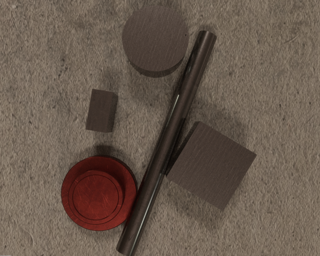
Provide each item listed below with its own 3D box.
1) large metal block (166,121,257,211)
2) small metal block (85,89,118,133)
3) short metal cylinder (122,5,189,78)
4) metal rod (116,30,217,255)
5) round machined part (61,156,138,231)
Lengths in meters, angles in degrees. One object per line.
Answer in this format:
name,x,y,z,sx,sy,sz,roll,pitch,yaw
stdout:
large metal block,0.062,0.046,0.398,0.080,0.050,0.080,31,90,-1
small metal block,-0.073,-0.021,0.397,0.025,0.050,0.050,10,90,0
short metal cylinder,-0.005,-0.108,0.397,0.081,0.050,0.079,0,90,-1
metal rod,0.010,0.016,0.400,0.025,0.025,0.299,21,86,-1
round machined part,-0.079,0.085,0.401,0.099,0.042,0.097,0,90,-1
